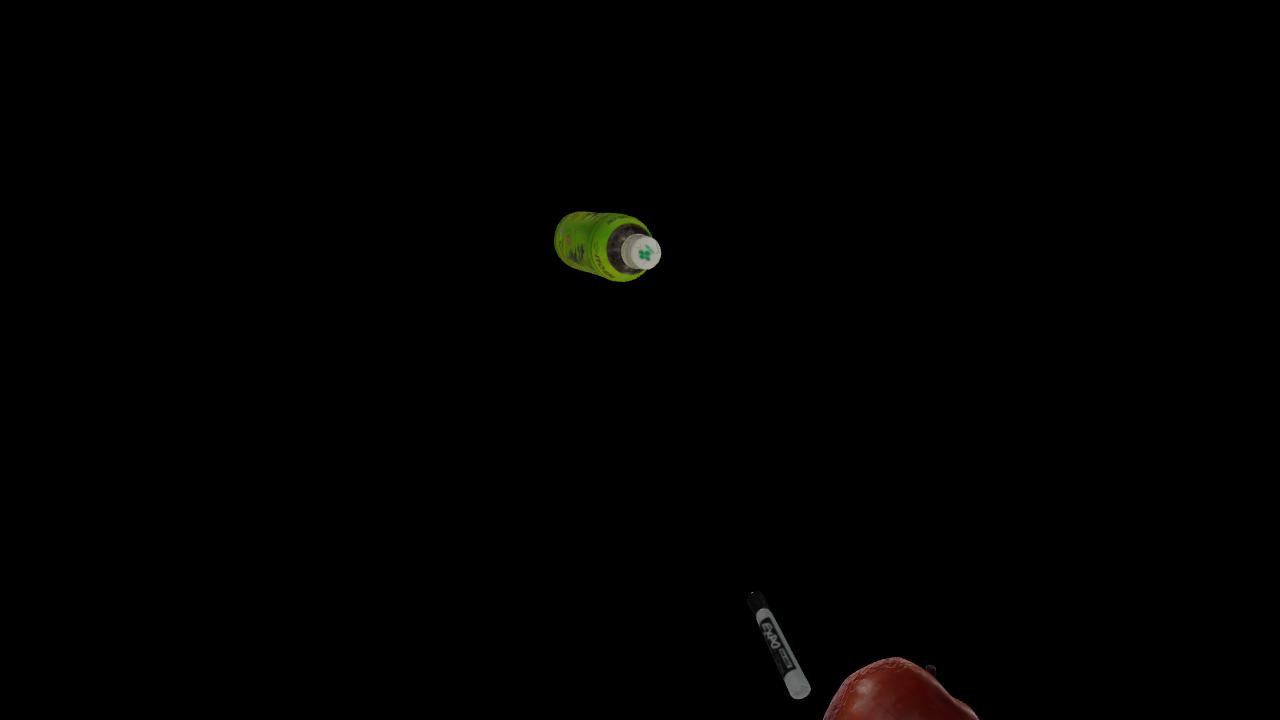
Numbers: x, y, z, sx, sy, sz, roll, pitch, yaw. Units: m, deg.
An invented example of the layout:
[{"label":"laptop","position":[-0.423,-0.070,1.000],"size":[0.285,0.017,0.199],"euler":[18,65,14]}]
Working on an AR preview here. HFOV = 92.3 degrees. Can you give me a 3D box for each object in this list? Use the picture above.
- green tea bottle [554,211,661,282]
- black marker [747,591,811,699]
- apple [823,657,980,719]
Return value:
[{"label":"green tea bottle","position":[-0.033,-0.122,0.656],"size":[0.073,0.073,0.212],"euler":[0,13,-25]},{"label":"black marker","position":[0.128,0.263,0.582],"size":[0.020,0.020,0.121],"euler":[0,19,-10]},{"label":"apple","position":[0.142,0.212,0.343],"size":[0.093,0.079,0.079],"euler":[-46,15,-15]}]
